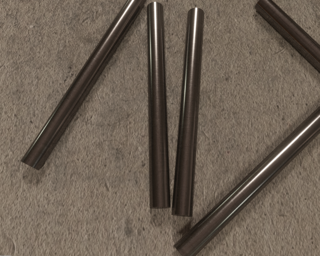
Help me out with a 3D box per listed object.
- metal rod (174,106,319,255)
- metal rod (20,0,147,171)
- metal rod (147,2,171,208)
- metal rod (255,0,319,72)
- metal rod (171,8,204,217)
[{"bbox_3d":[0.137,0.052,0.390,0.301,0.025,0.025,-39,75,-14],"label":"metal rod"},{"bbox_3d":[-0.098,-0.079,0.435,0.025,0.025,0.300,25,72,8],"label":"metal rod"},{"bbox_3d":[-0.004,-0.044,0.424,0.025,0.025,0.299,-1,70,-1],"label":"metal rod"},{"bbox_3d":[0.246,-0.081,0.440,0.025,0.025,0.300,-35,74,-12],"label":"metal rod"},{"bbox_3d":[0.041,-0.035,0.421,0.025,0.025,0.299,5,70,1],"label":"metal rod"}]
